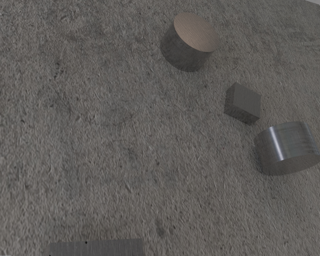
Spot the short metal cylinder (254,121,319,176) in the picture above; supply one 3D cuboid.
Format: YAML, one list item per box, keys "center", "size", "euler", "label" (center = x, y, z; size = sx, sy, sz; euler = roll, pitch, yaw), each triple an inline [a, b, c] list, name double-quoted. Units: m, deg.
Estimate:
- center: [0.183, 0.032, 0.447]
  size: [0.081, 0.080, 0.050]
  euler: [5, 60, -26]
  label: "short metal cylinder"

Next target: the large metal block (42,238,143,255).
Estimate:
- center: [-0.059, 0.144, 0.268]
  size: [0.081, 0.050, 0.080]
  euler: [7, 59, -25]
  label: "large metal block"

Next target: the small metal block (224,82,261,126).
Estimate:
- center: [0.133, -0.039, 0.499]
  size: [0.050, 0.025, 0.050]
  euler: [25, 53, -13]
  label: "small metal block"

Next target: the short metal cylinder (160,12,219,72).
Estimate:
- center: [0.047, -0.137, 0.496]
  size: [0.081, 0.050, 0.080]
  euler: [14, 56, -21]
  label: "short metal cylinder"
